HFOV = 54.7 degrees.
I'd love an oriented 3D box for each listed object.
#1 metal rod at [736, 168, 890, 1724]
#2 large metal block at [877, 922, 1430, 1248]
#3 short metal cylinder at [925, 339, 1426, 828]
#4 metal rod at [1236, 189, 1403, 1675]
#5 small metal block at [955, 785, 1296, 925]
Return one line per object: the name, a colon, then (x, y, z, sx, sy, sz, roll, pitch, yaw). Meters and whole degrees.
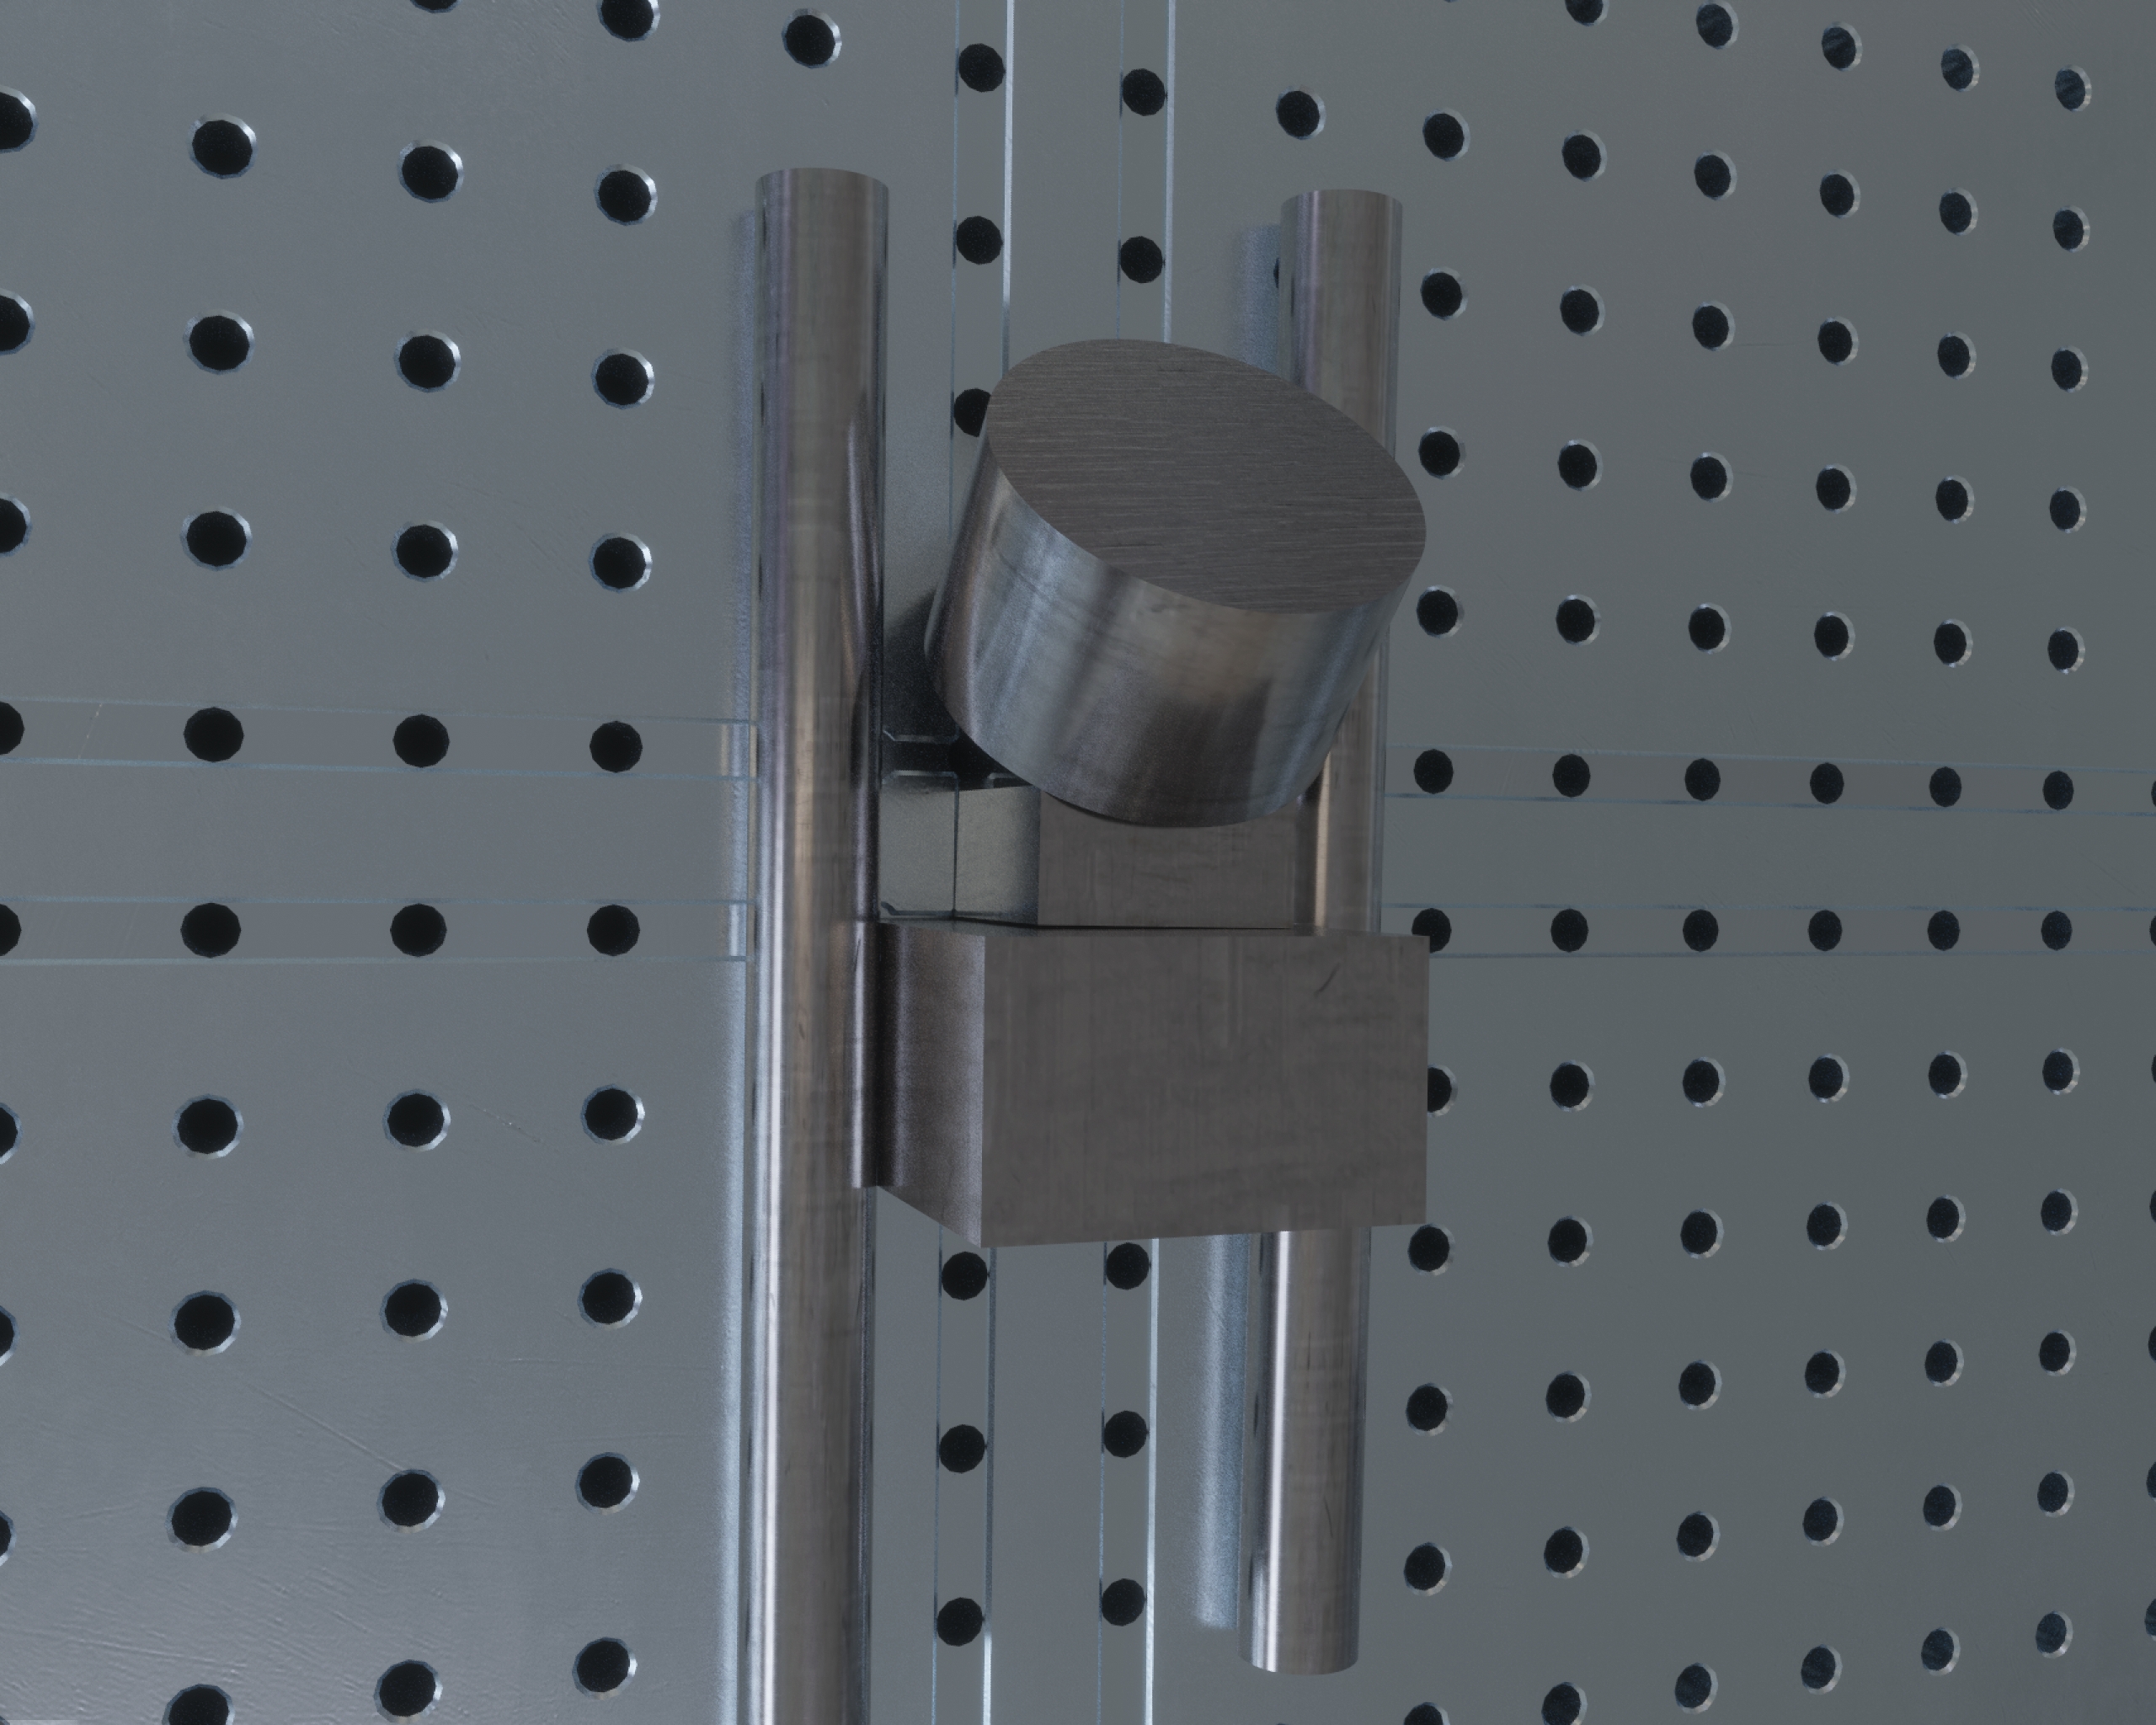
metal rod: (-0.050, 0.022, 0.394, 0.025, 0.025, 0.298, 1, 90, -20)
large metal block: (0.009, 0.037, 0.384, 0.081, 0.080, 0.050, 1, 90, -20)
short metal cylinder: (0.017, -0.052, 0.382, 0.081, 0.050, 0.080, 11, 43, -10)
metal rod: (0.050, 0.013, 0.431, 0.025, 0.025, 0.298, 2, 89, -20)
small metal block: (0.008, -0.001, 0.402, 0.050, 0.050, 0.025, 1, 90, -21)
